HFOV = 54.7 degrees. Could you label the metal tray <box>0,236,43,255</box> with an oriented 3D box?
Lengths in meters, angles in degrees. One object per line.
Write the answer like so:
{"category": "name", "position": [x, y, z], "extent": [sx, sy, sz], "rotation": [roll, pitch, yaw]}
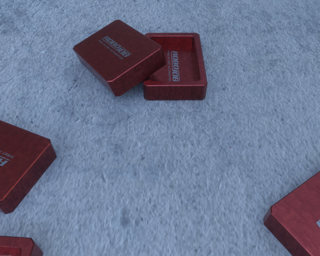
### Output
{"category": "metal tray", "position": [-0.185, 0.144, 0.276], "extent": [0.131, 0.030, 0.090], "rotation": [3, 50, 2]}

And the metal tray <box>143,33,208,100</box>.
{"category": "metal tray", "position": [0.021, -0.099, 0.483], "extent": [0.091, 0.030, 0.130], "rotation": [0, 50, -1]}

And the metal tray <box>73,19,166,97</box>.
{"category": "metal tray", "position": [-0.064, -0.110, 0.465], "extent": [0.090, 0.030, 0.130], "rotation": [-37, 49, -12]}

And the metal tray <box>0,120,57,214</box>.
{"category": "metal tray", "position": [-0.205, 0.035, 0.368], "extent": [0.130, 0.030, 0.090], "rotation": [19, 52, 14]}

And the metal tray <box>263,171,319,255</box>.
{"category": "metal tray", "position": [0.188, 0.093, 0.325], "extent": [0.131, 0.030, 0.090], "rotation": [-27, 55, -21]}
